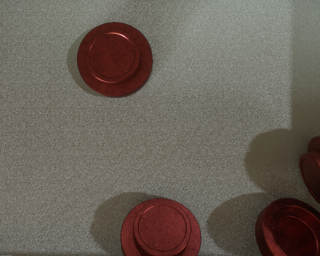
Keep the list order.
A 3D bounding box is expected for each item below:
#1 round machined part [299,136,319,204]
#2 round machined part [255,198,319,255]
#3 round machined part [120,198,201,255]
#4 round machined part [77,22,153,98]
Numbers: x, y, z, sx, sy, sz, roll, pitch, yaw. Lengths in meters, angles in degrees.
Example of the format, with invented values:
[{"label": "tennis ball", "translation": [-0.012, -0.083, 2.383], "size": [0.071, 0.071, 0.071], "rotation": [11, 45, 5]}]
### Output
[{"label": "round machined part", "translation": [0.207, 0.057, 0.376], "size": [0.042, 0.098, 0.098], "rotation": [-19, 90, 0]}, {"label": "round machined part", "translation": [0.165, 0.141, 0.388], "size": [0.099, 0.042, 0.098], "rotation": [8, 52, -10]}, {"label": "round machined part", "translation": [0.002, 0.129, 0.376], "size": [0.099, 0.042, 0.098], "rotation": [3, 49, -3]}, {"label": "round machined part", "translation": [-0.059, -0.089, 0.402], "size": [0.099, 0.042, 0.097], "rotation": [0, 90, 0]}]
